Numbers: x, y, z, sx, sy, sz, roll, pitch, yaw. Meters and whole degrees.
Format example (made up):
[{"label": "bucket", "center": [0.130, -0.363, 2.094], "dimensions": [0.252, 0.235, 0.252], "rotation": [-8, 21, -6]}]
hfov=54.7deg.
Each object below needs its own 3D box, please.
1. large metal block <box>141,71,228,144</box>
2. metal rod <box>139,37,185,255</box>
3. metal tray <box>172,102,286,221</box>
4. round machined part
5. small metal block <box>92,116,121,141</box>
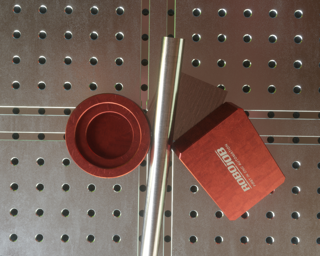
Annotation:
[{"label": "large metal block", "center": [0.030, -0.023, 0.398], "dimensions": [0.080, 0.050, 0.080], "rotation": [23, 90, 0]}, {"label": "metal rod", "center": [-0.001, 0.046, 0.370], "dimensions": [0.025, 0.025, 0.298], "rotation": [6, 106, 0]}, {"label": "metal tray", "center": [0.087, 0.044, 0.383], "dimensions": [0.090, 0.030, 0.130], "rotation": [-38, 115, 0]}, {"label": "round machined part", "center": [-0.059, 0.009, 0.374], "dimensions": [0.099, 0.042, 0.097], "rotation": [0, 91, 3]}, {"label": "small metal block", "center": [-0.073, -0.007, 0.410], "dimensions": [0.050, 0.025, 0.050], "rotation": [-22, 90, 0]}]
